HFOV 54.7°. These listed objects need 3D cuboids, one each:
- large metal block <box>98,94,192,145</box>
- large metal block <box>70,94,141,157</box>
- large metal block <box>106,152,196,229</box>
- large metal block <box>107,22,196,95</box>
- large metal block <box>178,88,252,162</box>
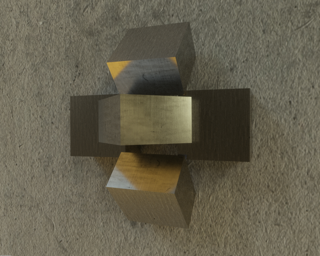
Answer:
[{"bbox_3d":[-0.020,-0.008,0.352,0.080,0.081,0.050,0,90,64],"label":"large metal block"},{"bbox_3d":[-0.073,-0.003,0.421,0.080,0.050,0.079,0,90,19],"label":"large metal block"},{"bbox_3d":[-0.006,0.076,0.376,0.080,0.080,0.050,1,47,20],"label":"large metal block"},{"bbox_3d":[-0.006,-0.083,0.376,0.080,0.080,0.050,0,134,20],"label":"large metal block"},{"bbox_3d":[0.067,-0.003,0.370,0.080,0.050,0.079,0,90,19],"label":"large metal block"}]
